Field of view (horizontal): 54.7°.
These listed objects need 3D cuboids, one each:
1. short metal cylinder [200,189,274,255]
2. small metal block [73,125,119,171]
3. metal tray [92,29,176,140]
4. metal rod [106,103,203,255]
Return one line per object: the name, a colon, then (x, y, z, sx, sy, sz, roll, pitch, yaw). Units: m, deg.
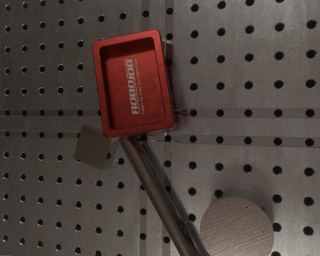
short metal cylinder: (0.092, 0.116, 0.367, 0.080, 0.050, 0.079, 0, 90, 19)
small metal block: (-0.090, 0.027, 0.443, 0.050, 0.025, 0.050, 20, 97, 18)
metal tray: (-0.034, -0.055, 0.405, 0.090, 0.030, 0.129, -10, 82, 6)
metal rod: (0.000, 0.093, 0.411, 0.025, 0.025, 0.299, -32, 80, 17)
